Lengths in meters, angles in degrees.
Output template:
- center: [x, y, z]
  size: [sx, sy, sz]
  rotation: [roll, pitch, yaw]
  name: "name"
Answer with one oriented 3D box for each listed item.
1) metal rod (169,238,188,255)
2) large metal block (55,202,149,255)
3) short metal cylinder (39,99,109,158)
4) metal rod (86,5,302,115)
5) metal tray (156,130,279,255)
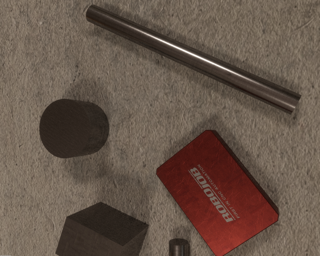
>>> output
- center: [0.025, 0.296, 0.399]
  size: [0.025, 0.025, 0.298]
  rotation: [0, 90, 19]
  name: "metal rod"
- center: [-0.072, 0.144, 0.404]
  size: [0.080, 0.080, 0.050]
  rotation: [20, 97, 18]
  name: "large metal block"
- center: [-0.120, 0.001, 0.436]
  size: [0.080, 0.050, 0.079]
  rotation: [0, 90, 19]
  name: "short metal cylinder"
- center: [0.029, -0.095, 0.397]
  size: [0.301, 0.025, 0.025]
  rotation: [28, 99, 17]
  name: "metal rod"
- center: [0.069, 0.077, 0.382]
  size: [0.090, 0.030, 0.130]
  rotation: [-40, 78, 15]
  name: "metal tray"
